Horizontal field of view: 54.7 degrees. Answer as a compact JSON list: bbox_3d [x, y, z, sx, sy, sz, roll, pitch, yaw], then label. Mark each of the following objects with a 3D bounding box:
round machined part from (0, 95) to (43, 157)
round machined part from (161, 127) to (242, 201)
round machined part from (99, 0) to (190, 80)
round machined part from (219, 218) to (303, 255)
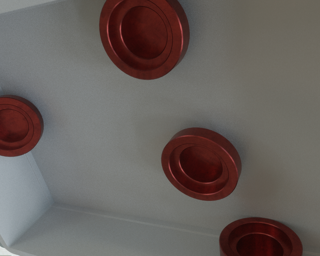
[{"bbox_3d":[-0.239,-0.006,0.501,0.099,0.042,0.097,-2,107,-8],"label":"round machined part"},{"bbox_3d":[0.055,0.041,0.394,0.098,0.042,0.097,13,124,21],"label":"round machined part"},{"bbox_3d":[-0.013,-0.106,0.339,0.098,0.042,0.097,13,124,21],"label":"round machined part"},{"bbox_3d":[0.126,0.160,0.391,0.098,0.099,0.042,3,111,26],"label":"round machined part"}]
